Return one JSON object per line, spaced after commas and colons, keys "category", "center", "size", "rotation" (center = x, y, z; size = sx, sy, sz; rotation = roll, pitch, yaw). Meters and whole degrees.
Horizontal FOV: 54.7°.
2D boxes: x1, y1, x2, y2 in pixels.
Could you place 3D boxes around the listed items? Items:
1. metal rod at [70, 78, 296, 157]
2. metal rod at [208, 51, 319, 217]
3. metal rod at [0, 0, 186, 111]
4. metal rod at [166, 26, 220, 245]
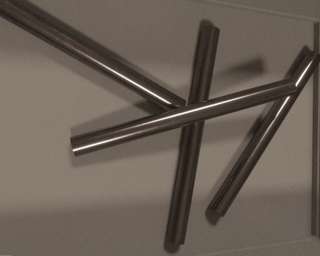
{"category": "metal rod", "center": [0.038, -0.017, 0.401], "size": [0.302, 0.025, 0.025], "rotation": [-16, 96, -11]}
{"category": "metal rod", "center": [0.165, 0.001, 0.473], "size": [0.025, 0.025, 0.300], "rotation": [40, 77, -16]}
{"category": "metal rod", "center": [-0.098, -0.095, 0.374], "size": [0.301, 0.025, 0.025], "rotation": [28, 81, -18]}
{"category": "metal rod", "center": [0.047, 0.007, 0.429], "size": [0.025, 0.025, 0.298], "rotation": [11, 86, -20]}
